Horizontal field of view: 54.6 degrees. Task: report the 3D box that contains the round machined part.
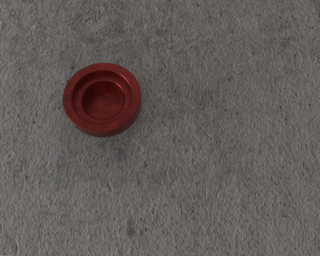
[{"bbox_3d":[-0.074,-0.034,0.411,0.099,0.042,0.098,0,70,0],"label":"round machined part"}]
